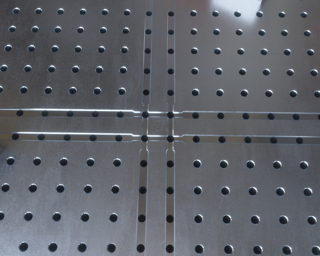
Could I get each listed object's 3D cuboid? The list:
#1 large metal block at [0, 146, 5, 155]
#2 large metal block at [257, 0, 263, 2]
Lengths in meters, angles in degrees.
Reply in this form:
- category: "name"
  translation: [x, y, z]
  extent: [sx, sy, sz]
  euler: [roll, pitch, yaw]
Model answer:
- category: "large metal block"
  translation: [-0.262, 0.030, 0.386]
  extent: [0.080, 0.050, 0.080]
  euler: [33, 73, 11]
- category: "large metal block"
  translation: [0.151, -0.263, 0.495]
  extent: [0.080, 0.050, 0.080]
  euler: [31, 73, 10]
